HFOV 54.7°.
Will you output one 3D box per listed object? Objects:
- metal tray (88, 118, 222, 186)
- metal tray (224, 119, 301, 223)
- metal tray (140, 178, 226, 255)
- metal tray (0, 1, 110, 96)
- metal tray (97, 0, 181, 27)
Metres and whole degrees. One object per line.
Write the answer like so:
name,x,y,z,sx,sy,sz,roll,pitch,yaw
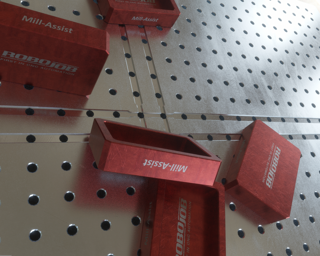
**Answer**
metal tray,-0.008,0.026,0.350,0.131,0.030,0.090,12,12,-22
metal tray,0.154,0.059,0.454,0.090,0.030,0.130,36,51,-5
metal tray,0.028,0.117,0.350,0.091,0.030,0.130,19,54,-18
metal tray,-0.132,-0.083,0.346,0.131,0.090,0.030,9,58,-24
metal tray,-0.039,-0.215,0.516,0.131,0.030,0.090,-8,66,-32
